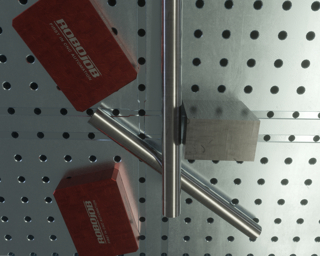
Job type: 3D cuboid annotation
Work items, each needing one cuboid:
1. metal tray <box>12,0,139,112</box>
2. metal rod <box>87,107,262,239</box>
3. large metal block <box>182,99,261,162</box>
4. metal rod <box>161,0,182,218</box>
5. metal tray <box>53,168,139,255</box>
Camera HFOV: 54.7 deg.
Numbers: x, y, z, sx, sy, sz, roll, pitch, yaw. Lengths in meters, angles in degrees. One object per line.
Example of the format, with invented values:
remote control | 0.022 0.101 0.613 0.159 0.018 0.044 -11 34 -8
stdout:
metal tray | -0.098 -0.096 0.374 0.090 0.030 0.130 -31 108 10
metal rod | 0.029 0.071 0.439 0.301 0.025 0.025 37 106 -13
large metal block | 0.069 0.000 0.385 0.081 0.080 0.050 2 110 -1
metal rod | 0.014 -0.029 0.386 0.025 0.025 0.298 -1 104 0
metal tray | -0.090 0.131 0.458 0.090 0.030 0.129 -13 110 4
